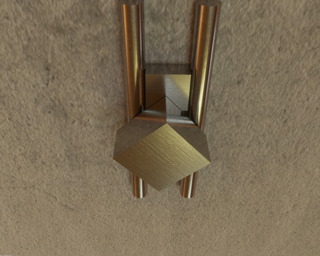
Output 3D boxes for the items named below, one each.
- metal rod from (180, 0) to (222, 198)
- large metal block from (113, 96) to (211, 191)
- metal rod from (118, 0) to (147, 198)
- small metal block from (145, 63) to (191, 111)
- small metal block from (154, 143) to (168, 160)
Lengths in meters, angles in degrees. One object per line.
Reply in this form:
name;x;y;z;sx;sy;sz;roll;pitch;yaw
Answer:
metal rod;0.046;-0.011;0.401;0.025;0.025;0.298;0;130;-1
large metal block;0.003;0.022;0.375;0.080;0.050;0.080;-33;123;25
metal rod;-0.030;-0.011;0.400;0.025;0.025;0.298;0;130;-1
small metal block;0.009;-0.048;0.366;0.050;0.025;0.050;0;130;-1
small metal block;0.007;0.040;0.441;0.050;0.025;0.050;0;130;-1
